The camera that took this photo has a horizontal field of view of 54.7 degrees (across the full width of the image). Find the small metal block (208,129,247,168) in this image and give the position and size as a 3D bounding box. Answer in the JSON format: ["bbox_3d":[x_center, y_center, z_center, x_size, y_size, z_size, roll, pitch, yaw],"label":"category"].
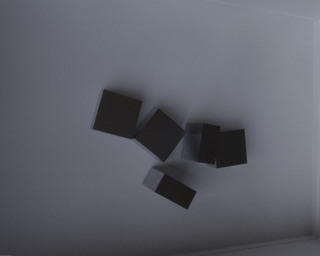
[{"bbox_3d":[0.095,0.028,0.445,0.050,0.025,0.050,-6,92,-20],"label":"small metal block"}]

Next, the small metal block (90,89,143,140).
[{"bbox_3d":[-0.055,-0.016,0.388,0.050,0.025,0.050,16,85,-20],"label":"small metal block"}]

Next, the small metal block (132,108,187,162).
[{"bbox_3d":[-0.002,0.009,0.408,0.050,0.025,0.050,41,77,-16],"label":"small metal block"}]

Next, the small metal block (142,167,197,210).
[{"bbox_3d":[0.011,0.077,0.400,0.050,0.050,0.025,32,81,-18],"label":"small metal block"}]

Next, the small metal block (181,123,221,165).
[{"bbox_3d":[0.054,0.020,0.417,0.025,0.050,0.050,10,87,-21],"label":"small metal block"}]
